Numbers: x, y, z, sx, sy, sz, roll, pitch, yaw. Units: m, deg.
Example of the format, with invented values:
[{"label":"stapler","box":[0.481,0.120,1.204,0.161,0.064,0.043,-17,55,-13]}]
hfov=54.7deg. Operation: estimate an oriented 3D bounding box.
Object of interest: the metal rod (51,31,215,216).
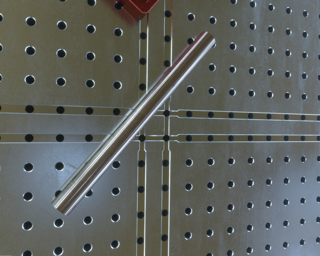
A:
[{"label":"metal rod","box":[-0.026,-0.015,0.403,0.025,0.025,0.300,44,76,-15]}]

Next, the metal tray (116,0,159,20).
[{"label":"metal tray","box":[-0.018,-0.219,0.403,0.090,0.030,0.130,41,77,-16]}]
